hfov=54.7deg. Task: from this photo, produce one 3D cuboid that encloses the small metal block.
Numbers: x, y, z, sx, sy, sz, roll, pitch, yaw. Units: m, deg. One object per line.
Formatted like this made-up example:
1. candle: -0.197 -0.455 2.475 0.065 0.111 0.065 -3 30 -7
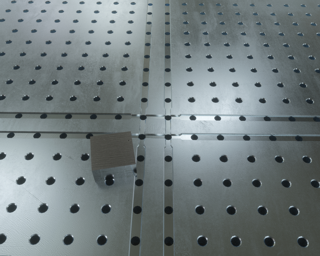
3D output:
1. small metal block: -0.057 0.034 0.378 0.050 0.025 0.050 -8 51 -7
